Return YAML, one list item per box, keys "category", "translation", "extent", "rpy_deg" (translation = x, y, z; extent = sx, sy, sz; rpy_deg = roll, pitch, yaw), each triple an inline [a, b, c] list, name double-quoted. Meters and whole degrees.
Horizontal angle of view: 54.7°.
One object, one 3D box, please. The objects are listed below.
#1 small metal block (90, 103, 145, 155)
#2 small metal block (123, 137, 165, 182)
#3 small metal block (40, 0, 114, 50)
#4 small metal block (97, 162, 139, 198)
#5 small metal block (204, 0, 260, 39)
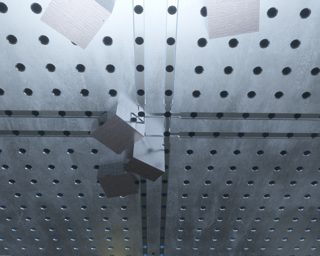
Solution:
- category: "small metal block"
  translation: [-0.056, 0.002, 0.413]
  extent: [0.050, 0.025, 0.050]
  rpy_deg: [-35, 122, 25]
- category: "small metal block"
  translation: [-0.021, 0.039, 0.429]
  extent: [0.050, 0.050, 0.025]
  rpy_deg: [28, 124, -23]
- category: "small metal block"
  translation: [-0.082, -0.117, 0.311]
  extent: [0.050, 0.025, 0.050]
  rpy_deg: [33, 123, -25]
- category: "small metal block"
  translation: [-0.063, 0.080, 0.479]
  extent: [0.050, 0.025, 0.050]
  rpy_deg: [-10, 130, 8]
- category: "small metal block"
  translation: [0.071, -0.121, 0.310]
  extent: [0.050, 0.025, 0.050]
  rpy_deg: [-8, 130, 6]
